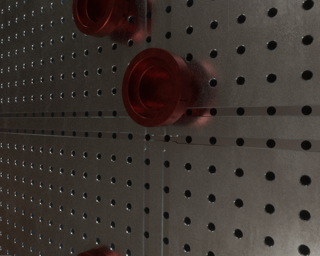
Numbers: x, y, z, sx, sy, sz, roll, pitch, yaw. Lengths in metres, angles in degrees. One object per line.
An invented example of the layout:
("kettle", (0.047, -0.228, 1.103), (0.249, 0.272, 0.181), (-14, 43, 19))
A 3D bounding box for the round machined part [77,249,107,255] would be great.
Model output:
("round machined part", (-0.113, 0.247, 0.489), (0.098, 0.042, 0.097), (0, 90, 39))

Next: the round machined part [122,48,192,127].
("round machined part", (0.000, -0.050, 0.396), (0.098, 0.042, 0.097), (0, 90, 39))

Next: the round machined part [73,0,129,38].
("round machined part", (-0.085, -0.185, 0.466), (0.098, 0.042, 0.097), (0, 91, 39))
